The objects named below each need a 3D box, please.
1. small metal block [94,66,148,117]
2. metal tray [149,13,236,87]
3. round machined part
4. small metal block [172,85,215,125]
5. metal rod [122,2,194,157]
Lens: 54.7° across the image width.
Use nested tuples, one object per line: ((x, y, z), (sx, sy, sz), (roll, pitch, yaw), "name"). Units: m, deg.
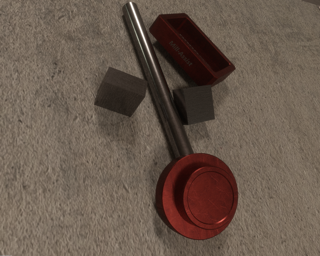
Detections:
((-0.050, -0.044, 0.389), (0.050, 0.050, 0.025), (19, 54, -18), "small metal block")
((0.054, -0.125, 0.494), (0.130, 0.030, 0.091), (49, 37, 6), "metal tray")
((0.048, 0.077, 0.352), (0.099, 0.042, 0.097), (3, 82, -21), "round machined part")
((0.048, -0.033, 0.438), (0.050, 0.025, 0.050), (-12, 98, -34), "small metal block")
((-0.002, -0.061, 0.441), (0.025, 0.025, 0.299), (-6, 65, -31), "metal rod")
